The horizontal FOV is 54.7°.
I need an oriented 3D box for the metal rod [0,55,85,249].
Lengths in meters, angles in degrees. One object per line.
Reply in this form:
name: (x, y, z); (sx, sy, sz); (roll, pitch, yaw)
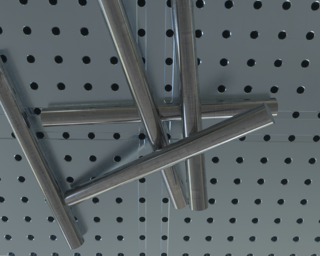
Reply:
metal rod: (-0.169, 0.043, 0.426); (0.025, 0.025, 0.298); (-15, 110, 5)

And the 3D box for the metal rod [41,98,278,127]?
metal rod: (-0.001, -0.020, 0.405); (0.302, 0.025, 0.025); (-3, 110, 0)

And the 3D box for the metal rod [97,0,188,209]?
metal rod: (-0.011, -0.012, 0.380); (0.025, 0.025, 0.298); (-16, 120, 5)

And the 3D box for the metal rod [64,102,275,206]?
metal rod: (-0.008, 0.043, 0.385); (0.300, 0.025, 0.025); (-26, 109, 26)

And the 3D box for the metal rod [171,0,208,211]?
metal rod: (0.036, -0.043, 0.374); (0.025, 0.025, 0.298); (-6, 101, 1)
